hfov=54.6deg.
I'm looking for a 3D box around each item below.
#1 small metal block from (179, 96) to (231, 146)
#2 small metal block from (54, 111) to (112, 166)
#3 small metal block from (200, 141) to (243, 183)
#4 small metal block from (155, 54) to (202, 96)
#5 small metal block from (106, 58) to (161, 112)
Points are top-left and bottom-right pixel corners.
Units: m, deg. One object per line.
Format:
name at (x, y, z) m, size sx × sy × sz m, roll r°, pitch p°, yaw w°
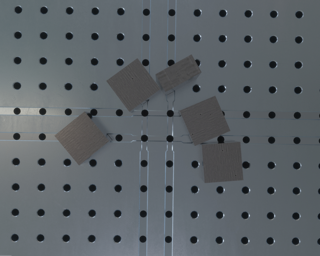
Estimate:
small metal block at (0.058, -0.009, 0.414) m, size 0.050 × 0.025 × 0.050 m, roll -23°, pitch 90°, yaw 0°
small metal block at (-0.101, 0.013, 0.413) m, size 0.050 × 0.025 × 0.050 m, roll -39°, pitch 90°, yaw 0°
small metal block at (0.081, 0.045, 0.414) m, size 0.050 × 0.025 × 0.050 m, roll -4°, pitch 90°, yaw 0°
small metal block at (0.023, -0.067, 0.401) m, size 0.050 × 0.050 × 0.025 m, roll -29°, pitch 90°, yaw 0°
small metal block at (-0.034, -0.056, 0.413) m, size 0.050 × 0.025 × 0.050 m, roll -36°, pitch 90°, yaw 0°
